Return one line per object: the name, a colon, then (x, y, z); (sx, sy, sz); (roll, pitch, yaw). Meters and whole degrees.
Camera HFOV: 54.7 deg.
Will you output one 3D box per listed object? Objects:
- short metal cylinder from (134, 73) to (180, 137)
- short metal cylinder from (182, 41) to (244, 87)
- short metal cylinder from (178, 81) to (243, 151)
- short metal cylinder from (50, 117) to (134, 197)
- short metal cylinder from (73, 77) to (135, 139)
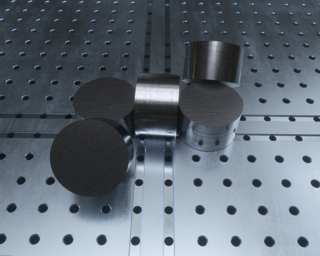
short metal cylinder: (-0.002, -0.029, 0.396); (0.050, 0.080, 0.080); (4, 50, 3)
short metal cylinder: (0.075, -0.088, 0.438); (0.080, 0.080, 0.050); (7, 92, 5)
short metal cylinder: (0.063, -0.016, 0.405); (0.081, 0.050, 0.080); (0, 50, 0)
short metal cylinder: (-0.071, 0.029, 0.339); (0.081, 0.050, 0.079); (0, 94, 1)
short metal cylinder: (-0.069, -0.021, 0.407); (0.081, 0.050, 0.080); (0, 50, 0)
